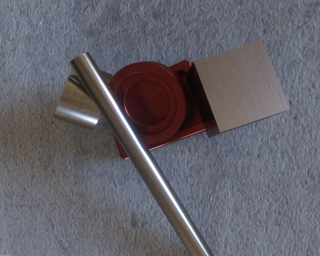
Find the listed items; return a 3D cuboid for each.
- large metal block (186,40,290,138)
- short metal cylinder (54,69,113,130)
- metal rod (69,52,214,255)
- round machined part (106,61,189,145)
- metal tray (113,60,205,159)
[{"bbox_3d":[0.084,-0.041,0.349,0.081,0.050,0.080,-18,83,-8],"label":"large metal block"},{"bbox_3d":[-0.101,-0.042,0.408,0.050,0.080,0.080,20,98,-18],"label":"short metal cylinder"},{"bbox_3d":[-0.014,0.048,0.368,0.025,0.025,0.299,-29,98,17],"label":"metal rod"},{"bbox_3d":[-0.013,-0.032,0.379,0.098,0.042,0.097,4,106,14],"label":"round machined part"},{"bbox_3d":[-0.003,-0.021,0.408,0.130,0.030,0.090,-22,83,18],"label":"metal tray"}]
